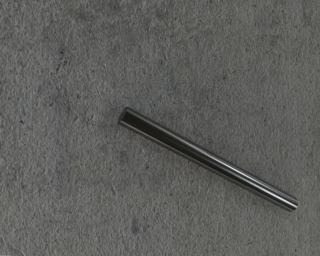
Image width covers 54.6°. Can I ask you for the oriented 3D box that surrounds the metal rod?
[{"bbox_3d":[0.079,0.051,0.437,0.301,0.025,0.025,28,81,-18],"label":"metal rod"}]
